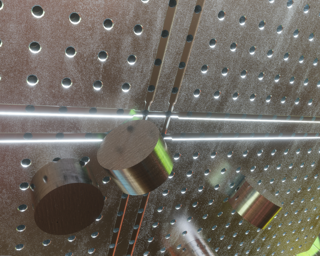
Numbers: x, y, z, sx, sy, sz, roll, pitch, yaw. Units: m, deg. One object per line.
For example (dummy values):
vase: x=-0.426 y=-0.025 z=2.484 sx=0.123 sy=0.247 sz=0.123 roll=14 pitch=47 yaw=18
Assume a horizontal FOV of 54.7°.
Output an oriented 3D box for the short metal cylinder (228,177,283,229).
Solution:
short metal cylinder: x=0.170 y=0.133 z=0.554 sx=0.080 sy=0.080 sz=0.050 roll=27 pitch=104 yaw=-38

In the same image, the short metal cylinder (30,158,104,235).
short metal cylinder: x=-0.116 y=0.085 z=0.385 sx=0.081 sy=0.050 sz=0.079 roll=-14 pitch=124 yaw=-21

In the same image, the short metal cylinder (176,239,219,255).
short metal cylinder: x=0.076 y=0.264 z=0.603 sx=0.081 sy=0.050 sz=0.079 roll=-14 pitch=125 yaw=-21

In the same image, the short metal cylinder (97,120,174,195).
short metal cylinder: x=-0.030 y=0.035 z=0.383 sx=0.080 sy=0.080 sz=0.050 roll=-33 pitch=129 yaw=-7
